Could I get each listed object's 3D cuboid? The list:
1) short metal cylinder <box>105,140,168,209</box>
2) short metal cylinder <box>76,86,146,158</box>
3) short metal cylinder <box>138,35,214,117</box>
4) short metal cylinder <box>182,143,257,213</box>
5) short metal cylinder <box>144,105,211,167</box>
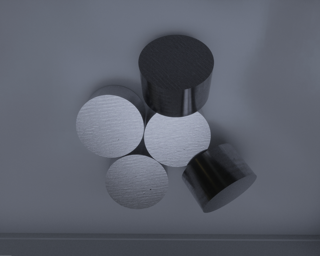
[{"bbox_3d":[-0.030,0.061,0.418,0.081,0.050,0.079,0,110,-1],"label":"short metal cylinder"},{"bbox_3d":[-0.059,-0.009,0.391,0.081,0.050,0.079,0,110,-1],"label":"short metal cylinder"},{"bbox_3d":[0.018,-0.059,0.351,0.081,0.080,0.050,-3,149,0],"label":"short metal cylinder"},{"bbox_3d":[0.076,0.065,0.399,0.081,0.050,0.080,-25,149,-16],"label":"short metal cylinder"},{"bbox_3d":[0.021,0.003,0.397,0.081,0.050,0.079,0,110,-1],"label":"short metal cylinder"}]
